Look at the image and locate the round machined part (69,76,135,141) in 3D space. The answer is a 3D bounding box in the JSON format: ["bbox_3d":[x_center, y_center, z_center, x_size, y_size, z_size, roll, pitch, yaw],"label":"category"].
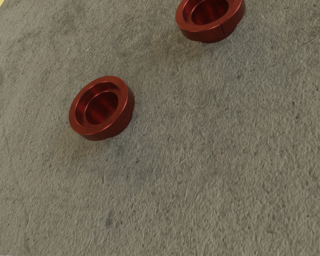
[{"bbox_3d":[-0.079,-0.024,0.450,0.098,0.042,0.098,-13,56,21],"label":"round machined part"}]

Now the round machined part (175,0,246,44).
[{"bbox_3d":[0.076,-0.164,0.454,0.098,0.042,0.098,-13,56,21],"label":"round machined part"}]
